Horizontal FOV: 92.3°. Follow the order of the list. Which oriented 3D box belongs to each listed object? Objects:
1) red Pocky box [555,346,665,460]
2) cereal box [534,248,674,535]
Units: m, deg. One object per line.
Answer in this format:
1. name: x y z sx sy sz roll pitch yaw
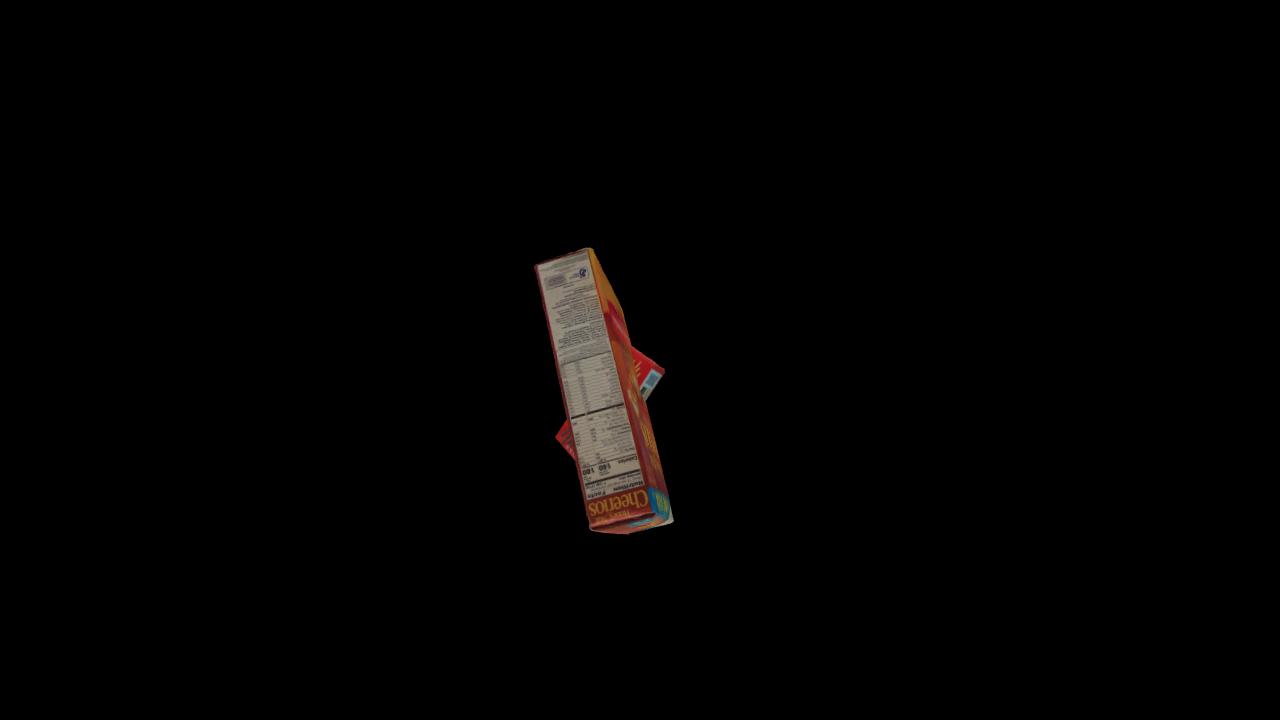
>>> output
1. red Pocky box: -0.040 0.056 0.762 0.028 0.155 0.083 31 3 -41
2. cereal box: -0.036 0.049 0.733 0.081 0.306 0.203 -16 -19 4
